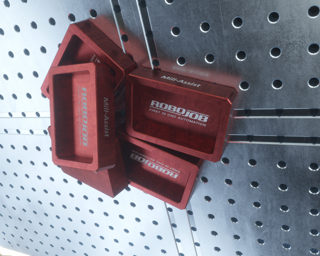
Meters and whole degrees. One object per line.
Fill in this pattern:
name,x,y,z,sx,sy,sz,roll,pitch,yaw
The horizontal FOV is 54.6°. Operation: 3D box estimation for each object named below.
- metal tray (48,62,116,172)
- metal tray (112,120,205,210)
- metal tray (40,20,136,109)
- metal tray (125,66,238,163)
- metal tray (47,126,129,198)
metal tray,-0.101,-0.015,0.397,0.090,0.030,0.129,2,96,35
metal tray,-0.009,0.053,0.445,0.130,0.030,0.089,23,128,14
metal tray,-0.101,-0.066,0.420,0.090,0.030,0.129,43,129,-1
metal tray,0.021,-0.017,0.385,0.130,0.030,0.089,17,126,18
metal tray,-0.111,0.044,0.472,0.130,0.030,0.089,16,127,36
